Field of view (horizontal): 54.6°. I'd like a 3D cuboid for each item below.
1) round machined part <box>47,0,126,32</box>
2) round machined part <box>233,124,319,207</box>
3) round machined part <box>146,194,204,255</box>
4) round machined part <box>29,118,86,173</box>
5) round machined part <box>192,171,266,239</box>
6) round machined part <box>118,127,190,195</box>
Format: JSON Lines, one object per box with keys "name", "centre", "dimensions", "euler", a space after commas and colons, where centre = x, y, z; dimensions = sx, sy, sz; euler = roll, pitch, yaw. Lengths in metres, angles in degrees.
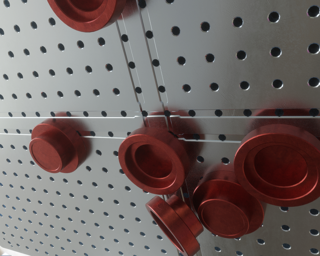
{"name": "round machined part", "centre": [-0.078, -0.160, 0.343], "dimensions": [0.098, 0.042, 0.097], "euler": [13, 124, 21]}
{"name": "round machined part", "centre": [0.137, 0.038, 0.351], "dimensions": [0.098, 0.042, 0.097], "euler": [13, 124, 21]}
{"name": "round machined part", "centre": [0.026, 0.137, 0.452], "dimensions": [0.098, 0.042, 0.098], "euler": [47, 162, 20]}
{"name": "round machined part", "centre": [-0.177, 0.036, 0.517], "dimensions": [0.098, 0.042, 0.097], "euler": [13, 124, 21]}
{"name": "round machined part", "centre": [0.090, 0.110, 0.421], "dimensions": [0.098, 0.042, 0.097], "euler": [13, 124, 21]}
{"name": "round machined part", "centre": [-0.005, 0.041, 0.429], "dimensions": [0.098, 0.042, 0.097], "euler": [13, 124, 21]}
